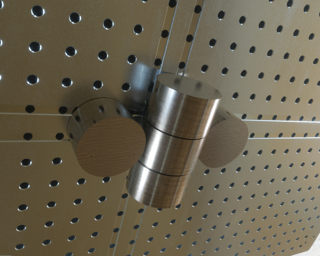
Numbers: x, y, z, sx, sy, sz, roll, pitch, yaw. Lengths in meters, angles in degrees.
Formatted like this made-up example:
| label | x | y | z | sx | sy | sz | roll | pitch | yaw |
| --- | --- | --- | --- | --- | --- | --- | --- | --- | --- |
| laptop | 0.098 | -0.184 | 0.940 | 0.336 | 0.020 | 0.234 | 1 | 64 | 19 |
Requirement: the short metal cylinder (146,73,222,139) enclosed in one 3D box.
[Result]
| label | x | y | z | sx | sy | sz | roll | pitch | yaw |
| --- | --- | --- | --- | --- | --- | --- | --- | --- | --- |
| short metal cylinder | 0.028 | -0.028 | 0.374 | 0.081 | 0.080 | 0.050 | 2 | 117 | -30 |

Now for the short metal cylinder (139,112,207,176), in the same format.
| label | x | y | z | sx | sy | sz | roll | pitch | yaw |
| --- | --- | --- | --- | --- | --- | --- | --- | --- | --- |
| short metal cylinder | 0.014 | 0.017 | 0.394 | 0.081 | 0.080 | 0.050 | 2 | 118 | -30 |

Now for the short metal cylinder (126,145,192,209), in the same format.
| label | x | y | z | sx | sy | sz | roll | pitch | yaw |
| --- | --- | --- | --- | --- | --- | --- | --- | --- | --- |
| short metal cylinder | -0.001 | 0.061 | 0.414 | 0.081 | 0.080 | 0.050 | 1 | 118 | -29 |

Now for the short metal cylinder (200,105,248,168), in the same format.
| label | x | y | z | sx | sy | sz | roll | pitch | yaw |
| --- | --- | --- | --- | --- | --- | --- | --- | --- | --- |
| short metal cylinder | 0.078 | 0.010 | 0.445 | 0.081 | 0.050 | 0.079 | -14 | 125 | -21 |

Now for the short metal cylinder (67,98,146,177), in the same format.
| label | x | y | z | sx | sy | sz | roll | pitch | yaw |
| --- | --- | --- | --- | --- | --- | --- | --- | --- | --- |
| short metal cylinder | -0.064 | 0.011 | 0.367 | 0.081 | 0.050 | 0.079 | -14 | 125 | -21 |
